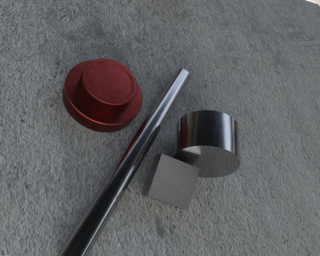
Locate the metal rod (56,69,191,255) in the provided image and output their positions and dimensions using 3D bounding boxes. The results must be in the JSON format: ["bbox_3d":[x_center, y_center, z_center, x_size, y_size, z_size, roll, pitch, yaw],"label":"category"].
[{"bbox_3d":[-0.025,0.022,0.376,0.025,0.025,0.301,35,51,-6],"label":"metal rod"}]

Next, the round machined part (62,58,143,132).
[{"bbox_3d":[-0.067,-0.047,0.385,0.099,0.042,0.098,14,56,-21],"label":"round machined part"}]

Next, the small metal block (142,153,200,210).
[{"bbox_3d":[0.013,0.063,0.362,0.050,0.025,0.050,23,72,-14],"label":"small metal block"}]

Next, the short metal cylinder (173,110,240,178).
[{"bbox_3d":[0.058,0.022,0.386,0.080,0.080,0.050,20,54,-17],"label":"short metal cylinder"}]
